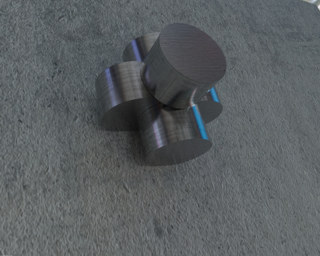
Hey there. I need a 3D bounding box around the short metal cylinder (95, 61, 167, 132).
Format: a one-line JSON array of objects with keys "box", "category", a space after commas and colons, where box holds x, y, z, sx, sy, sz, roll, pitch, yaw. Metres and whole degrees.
[{"box": [-0.034, -0.036, 0.375, 0.081, 0.080, 0.050, -1, 63, -29], "category": "short metal cylinder"}]

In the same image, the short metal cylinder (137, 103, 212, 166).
[{"box": [0.017, 0.008, 0.376, 0.081, 0.080, 0.050, 0, 62, -29], "category": "short metal cylinder"}]

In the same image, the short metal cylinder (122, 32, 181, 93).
[{"box": [-0.006, -0.082, 0.418, 0.081, 0.080, 0.050, -2, 63, -30], "category": "short metal cylinder"}]

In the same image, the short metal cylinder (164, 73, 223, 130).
[{"box": [0.037, -0.036, 0.414, 0.081, 0.080, 0.050, 0, 62, -29], "category": "short metal cylinder"}]

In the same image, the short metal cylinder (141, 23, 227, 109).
[{"box": [0.025, -0.068, 0.343, 0.081, 0.050, 0.080, 14, 56, -21], "category": "short metal cylinder"}]
